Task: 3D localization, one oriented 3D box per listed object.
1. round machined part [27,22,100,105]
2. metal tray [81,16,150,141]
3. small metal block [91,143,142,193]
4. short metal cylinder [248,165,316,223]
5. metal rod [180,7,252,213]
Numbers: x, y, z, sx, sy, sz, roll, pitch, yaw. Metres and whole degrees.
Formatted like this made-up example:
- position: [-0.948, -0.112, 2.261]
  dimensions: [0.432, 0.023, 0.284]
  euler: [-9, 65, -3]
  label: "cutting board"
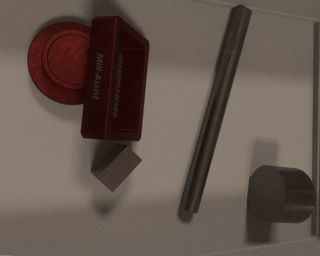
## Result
- position: [-0.102, -0.077, 0.364]
  dimensions: [0.099, 0.042, 0.097]
  euler: [0, 90, -20]
  label: "round machined part"
- position: [-0.048, -0.051, 0.360]
  dimensions: [0.030, 0.090, 0.129]
  euler: [5, 88, 20]
  label: "metal tray"
- position: [-0.054, 0.047, 0.378]
  dimensions: [0.025, 0.050, 0.050]
  euler: [47, 75, -15]
  label: "small metal block"
- position: [0.173, 0.096, 0.447]
  dimensions: [0.050, 0.080, 0.080]
  euler: [8, 88, -20]
  label: "short metal cylinder"
- position: [0.082, -0.029, 0.442]
  dimensions: [0.025, 0.025, 0.299]
  euler: [18, 84, -20]
  label: "metal rod"
